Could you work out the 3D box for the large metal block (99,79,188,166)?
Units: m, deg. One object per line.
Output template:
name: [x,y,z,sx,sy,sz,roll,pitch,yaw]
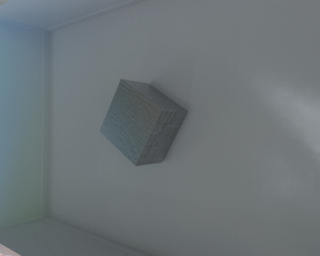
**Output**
large metal block: [-0.024,-0.008,0.407,0.080,0.050,0.080,39,113,33]
